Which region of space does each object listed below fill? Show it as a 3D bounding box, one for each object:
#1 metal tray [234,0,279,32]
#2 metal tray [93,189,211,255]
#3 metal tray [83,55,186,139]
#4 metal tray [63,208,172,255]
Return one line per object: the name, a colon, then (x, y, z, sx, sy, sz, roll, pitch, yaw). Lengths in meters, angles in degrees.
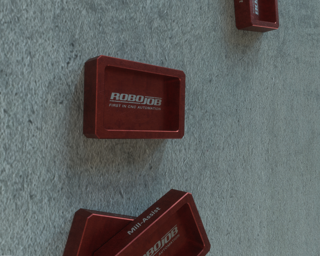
metal tray: (0.167, -0.238, 0.539, 0.091, 0.030, 0.129, -10, 97, -40)
metal tray: (-0.002, 0.143, 0.359, 0.131, 0.030, 0.090, -33, 110, -35)
metal tray: (-0.026, -0.032, 0.378, 0.131, 0.030, 0.089, 2, 89, -40)
metal tray: (-0.046, 0.150, 0.363, 0.131, 0.030, 0.090, 22, 76, -38)
